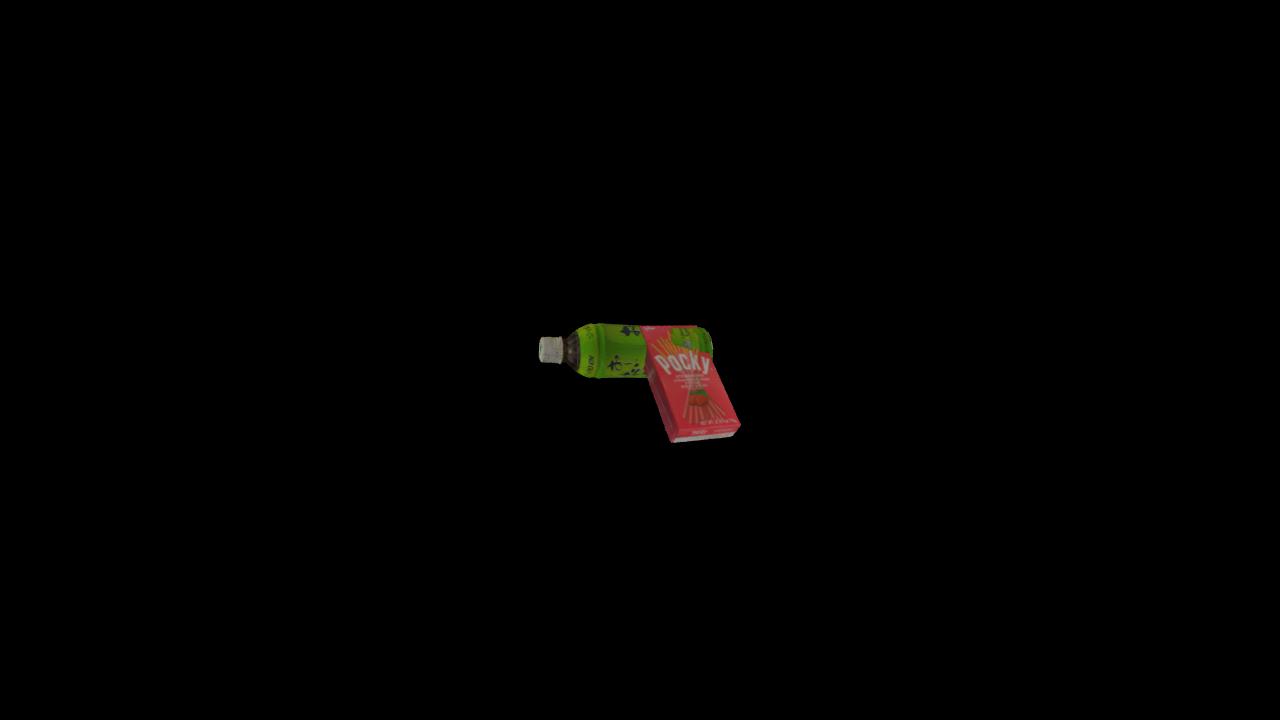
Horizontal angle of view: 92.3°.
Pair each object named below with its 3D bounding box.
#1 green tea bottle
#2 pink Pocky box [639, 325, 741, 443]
[{"bbox_3d":[-0.018,-0.009,0.761,0.212,0.073,0.073,-1,0,-17],"label":"green tea bottle"},{"bbox_3d":[0.053,0.023,0.735,0.084,0.155,0.029,-2,-37,-26],"label":"pink Pocky box"}]
